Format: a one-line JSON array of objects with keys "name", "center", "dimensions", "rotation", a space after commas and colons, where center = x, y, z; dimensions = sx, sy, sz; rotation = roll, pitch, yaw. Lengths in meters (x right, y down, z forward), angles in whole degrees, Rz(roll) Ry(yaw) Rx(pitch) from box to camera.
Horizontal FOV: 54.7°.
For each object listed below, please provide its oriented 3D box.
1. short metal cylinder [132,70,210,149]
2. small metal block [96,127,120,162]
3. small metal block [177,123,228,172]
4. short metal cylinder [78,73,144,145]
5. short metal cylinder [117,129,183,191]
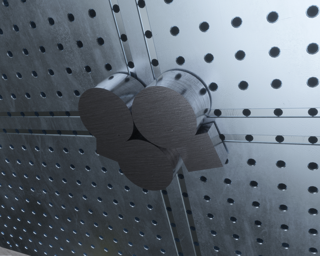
[{"name": "short metal cylinder", "center": [0.014, -0.022, 0.369], "dimensions": [0.080, 0.050, 0.079], "rotation": [13, 124, 21]}, {"name": "small metal block", "center": [-0.065, 0.020, 0.453], "dimensions": [0.050, 0.025, 0.050], "rotation": [19, 126, 17]}, {"name": "small metal block", "center": [0.052, 0.026, 0.395], "dimensions": [0.050, 0.025, 0.050], "rotation": [-15, 111, 34]}, {"name": "short metal cylinder", "center": [-0.058, -0.025, 0.405], "dimensions": [0.080, 0.050, 0.079], "rotation": [13, 124, 21]}, {"name": "short metal cylinder", "center": [-0.010, 0.037, 0.419], "dimensions": [0.080, 0.050, 0.079], "rotation": [13, 124, 21]}]
